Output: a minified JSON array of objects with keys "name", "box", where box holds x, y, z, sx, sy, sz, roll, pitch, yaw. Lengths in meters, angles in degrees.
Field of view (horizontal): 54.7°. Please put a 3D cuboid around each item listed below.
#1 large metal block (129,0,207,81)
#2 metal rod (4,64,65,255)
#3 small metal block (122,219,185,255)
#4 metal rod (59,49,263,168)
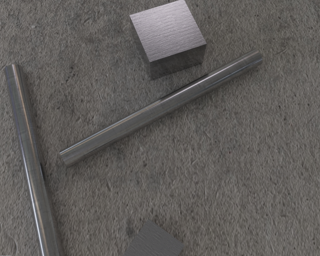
[{"name":"large metal block","box":[0.010,-0.125,0.441,0.080,0.050,0.080,-20,71,-7]},{"name":"metal rod","box":[-0.157,0.051,0.388,0.025,0.025,0.299,-18,71,-6]},{"name":"small metal block","box":[-0.007,0.141,0.357,0.050,0.025,0.050,34,73,11]},{"name":"metal rod","box":[0.009,-0.031,0.419,0.302,0.025,0.025,-29,73,-10]}]
